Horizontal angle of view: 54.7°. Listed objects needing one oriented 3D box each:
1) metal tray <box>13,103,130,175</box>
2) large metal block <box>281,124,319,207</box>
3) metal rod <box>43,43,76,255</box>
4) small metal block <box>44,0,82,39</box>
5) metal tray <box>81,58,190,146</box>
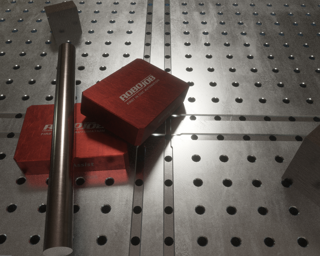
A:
[{"bbox_3d":[-0.106,0.010,0.395,0.131,0.030,0.090,-3,50,-3],"label":"metal tray"},{"bbox_3d":[0.193,0.046,0.336,0.050,0.080,0.080,-34,58,-25],"label":"large metal block"},{"bbox_3d":[-0.115,-0.004,0.369,0.025,0.025,0.300,-7,50,-6],"label":"metal rod"},{"bbox_3d":[-0.171,-0.192,0.551,0.050,0.050,0.025,-22,54,-18],"label":"small metal block"},{"bbox_3d":[-0.029,-0.041,0.412,0.090,0.030,0.131,30,42,13],"label":"metal tray"}]
